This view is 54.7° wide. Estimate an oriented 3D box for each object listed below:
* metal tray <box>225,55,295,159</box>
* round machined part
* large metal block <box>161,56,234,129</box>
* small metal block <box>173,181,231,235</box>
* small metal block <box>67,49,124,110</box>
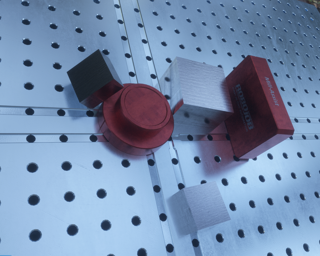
[{"bbox_3d":[0.134,-0.030,0.459,0.030,0.090,0.130,4,60,-27],"label":"metal tray"},{"bbox_3d":[-0.025,-0.018,0.396,0.099,0.042,0.098,14,56,-21],"label":"round machined part"},{"bbox_3d":[0.052,-0.049,0.452,0.081,0.050,0.080,8,58,-24],"label":"large metal block"},{"bbox_3d":[0.051,0.097,0.378,0.050,0.025,0.050,-6,65,-31],"label":"small metal block"},{"bbox_3d":[-0.080,-0.059,0.380,0.050,0.050,0.025,62,11,25],"label":"small metal block"}]
